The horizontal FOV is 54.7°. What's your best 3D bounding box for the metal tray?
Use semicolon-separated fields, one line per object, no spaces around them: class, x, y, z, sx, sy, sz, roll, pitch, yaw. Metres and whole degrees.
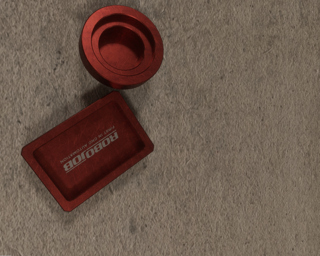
metal tray;-0.084;0.025;0.375;0.131;0.030;0.090;-36;102;-17

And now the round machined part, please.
round machined part;-0.049;-0.094;0.377;0.099;0.042;0.097;4;79;-22
